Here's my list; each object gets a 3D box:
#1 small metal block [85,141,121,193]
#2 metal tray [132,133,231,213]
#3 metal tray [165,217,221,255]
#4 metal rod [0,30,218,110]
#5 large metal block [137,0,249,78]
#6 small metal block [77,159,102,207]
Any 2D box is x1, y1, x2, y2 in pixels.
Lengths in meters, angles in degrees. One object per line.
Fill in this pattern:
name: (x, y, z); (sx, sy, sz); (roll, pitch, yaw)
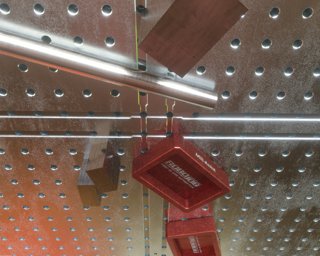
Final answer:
small metal block: (-0.080, 0.056, 0.442); (0.025, 0.050, 0.050); (-13, 129, 11)
metal tray: (0.033, 0.073, 0.470); (0.090, 0.030, 0.130); (-35, 123, 25)
metal tray: (0.068, 0.226, 0.600); (0.090, 0.030, 0.129); (-11, 130, 8)
metal rod: (-0.078, -0.069, 0.351); (0.302, 0.025, 0.025); (14, 129, -12)
large metal block: (0.025, -0.107, 0.285); (0.050, 0.080, 0.080); (31, 123, -24)
small metal block: (-0.102, 0.082, 0.464); (0.025, 0.050, 0.050); (-1, 130, 1)
